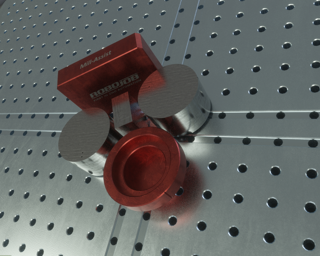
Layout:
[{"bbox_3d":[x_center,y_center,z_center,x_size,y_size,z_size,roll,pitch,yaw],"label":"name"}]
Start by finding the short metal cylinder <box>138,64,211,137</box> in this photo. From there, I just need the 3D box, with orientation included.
[{"bbox_3d":[0.019,-0.035,0.399,0.080,0.050,0.080,-13,56,21],"label":"short metal cylinder"}]

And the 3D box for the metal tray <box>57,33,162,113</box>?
[{"bbox_3d":[-0.065,-0.068,0.436,0.130,0.090,0.030,-22,54,16],"label":"metal tray"}]

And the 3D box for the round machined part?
[{"bbox_3d":[-0.014,0.051,0.368,0.098,0.042,0.098,-13,56,21],"label":"round machined part"}]

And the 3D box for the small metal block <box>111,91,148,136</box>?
[{"bbox_3d":[-0.039,-0.012,0.414,0.025,0.050,0.050,-23,53,15],"label":"small metal block"}]

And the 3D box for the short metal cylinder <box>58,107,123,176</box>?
[{"bbox_3d":[-0.089,0.019,0.422,0.080,0.050,0.080,-13,56,21],"label":"short metal cylinder"}]
